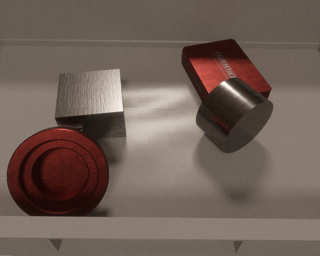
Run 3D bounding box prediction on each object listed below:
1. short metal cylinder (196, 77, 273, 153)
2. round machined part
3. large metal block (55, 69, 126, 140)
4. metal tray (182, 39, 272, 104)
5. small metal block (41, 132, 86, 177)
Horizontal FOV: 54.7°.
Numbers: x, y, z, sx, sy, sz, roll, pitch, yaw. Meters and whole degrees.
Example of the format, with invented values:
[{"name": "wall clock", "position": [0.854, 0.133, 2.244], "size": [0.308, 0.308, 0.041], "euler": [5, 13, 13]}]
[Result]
[{"name": "short metal cylinder", "position": [0.092, -0.015, 0.383], "size": [0.081, 0.080, 0.050], "euler": [-29, 56, -22]}, {"name": "round machined part", "position": [-0.105, 0.047, 0.331], "size": [0.099, 0.097, 0.042], "euler": [-10, 8, -9]}, {"name": "large metal block", "position": [-0.090, -0.031, 0.413], "size": [0.081, 0.050, 0.080], "euler": [-6, 50, -6]}, {"name": "metal tray", "position": [0.096, -0.081, 0.471], "size": [0.091, 0.030, 0.130], "euler": [-12, 51, -11]}, {"name": "small metal block", "position": [-0.116, 0.033, 0.376], "size": [0.050, 0.025, 0.050], "euler": [-10, 51, -9]}]
